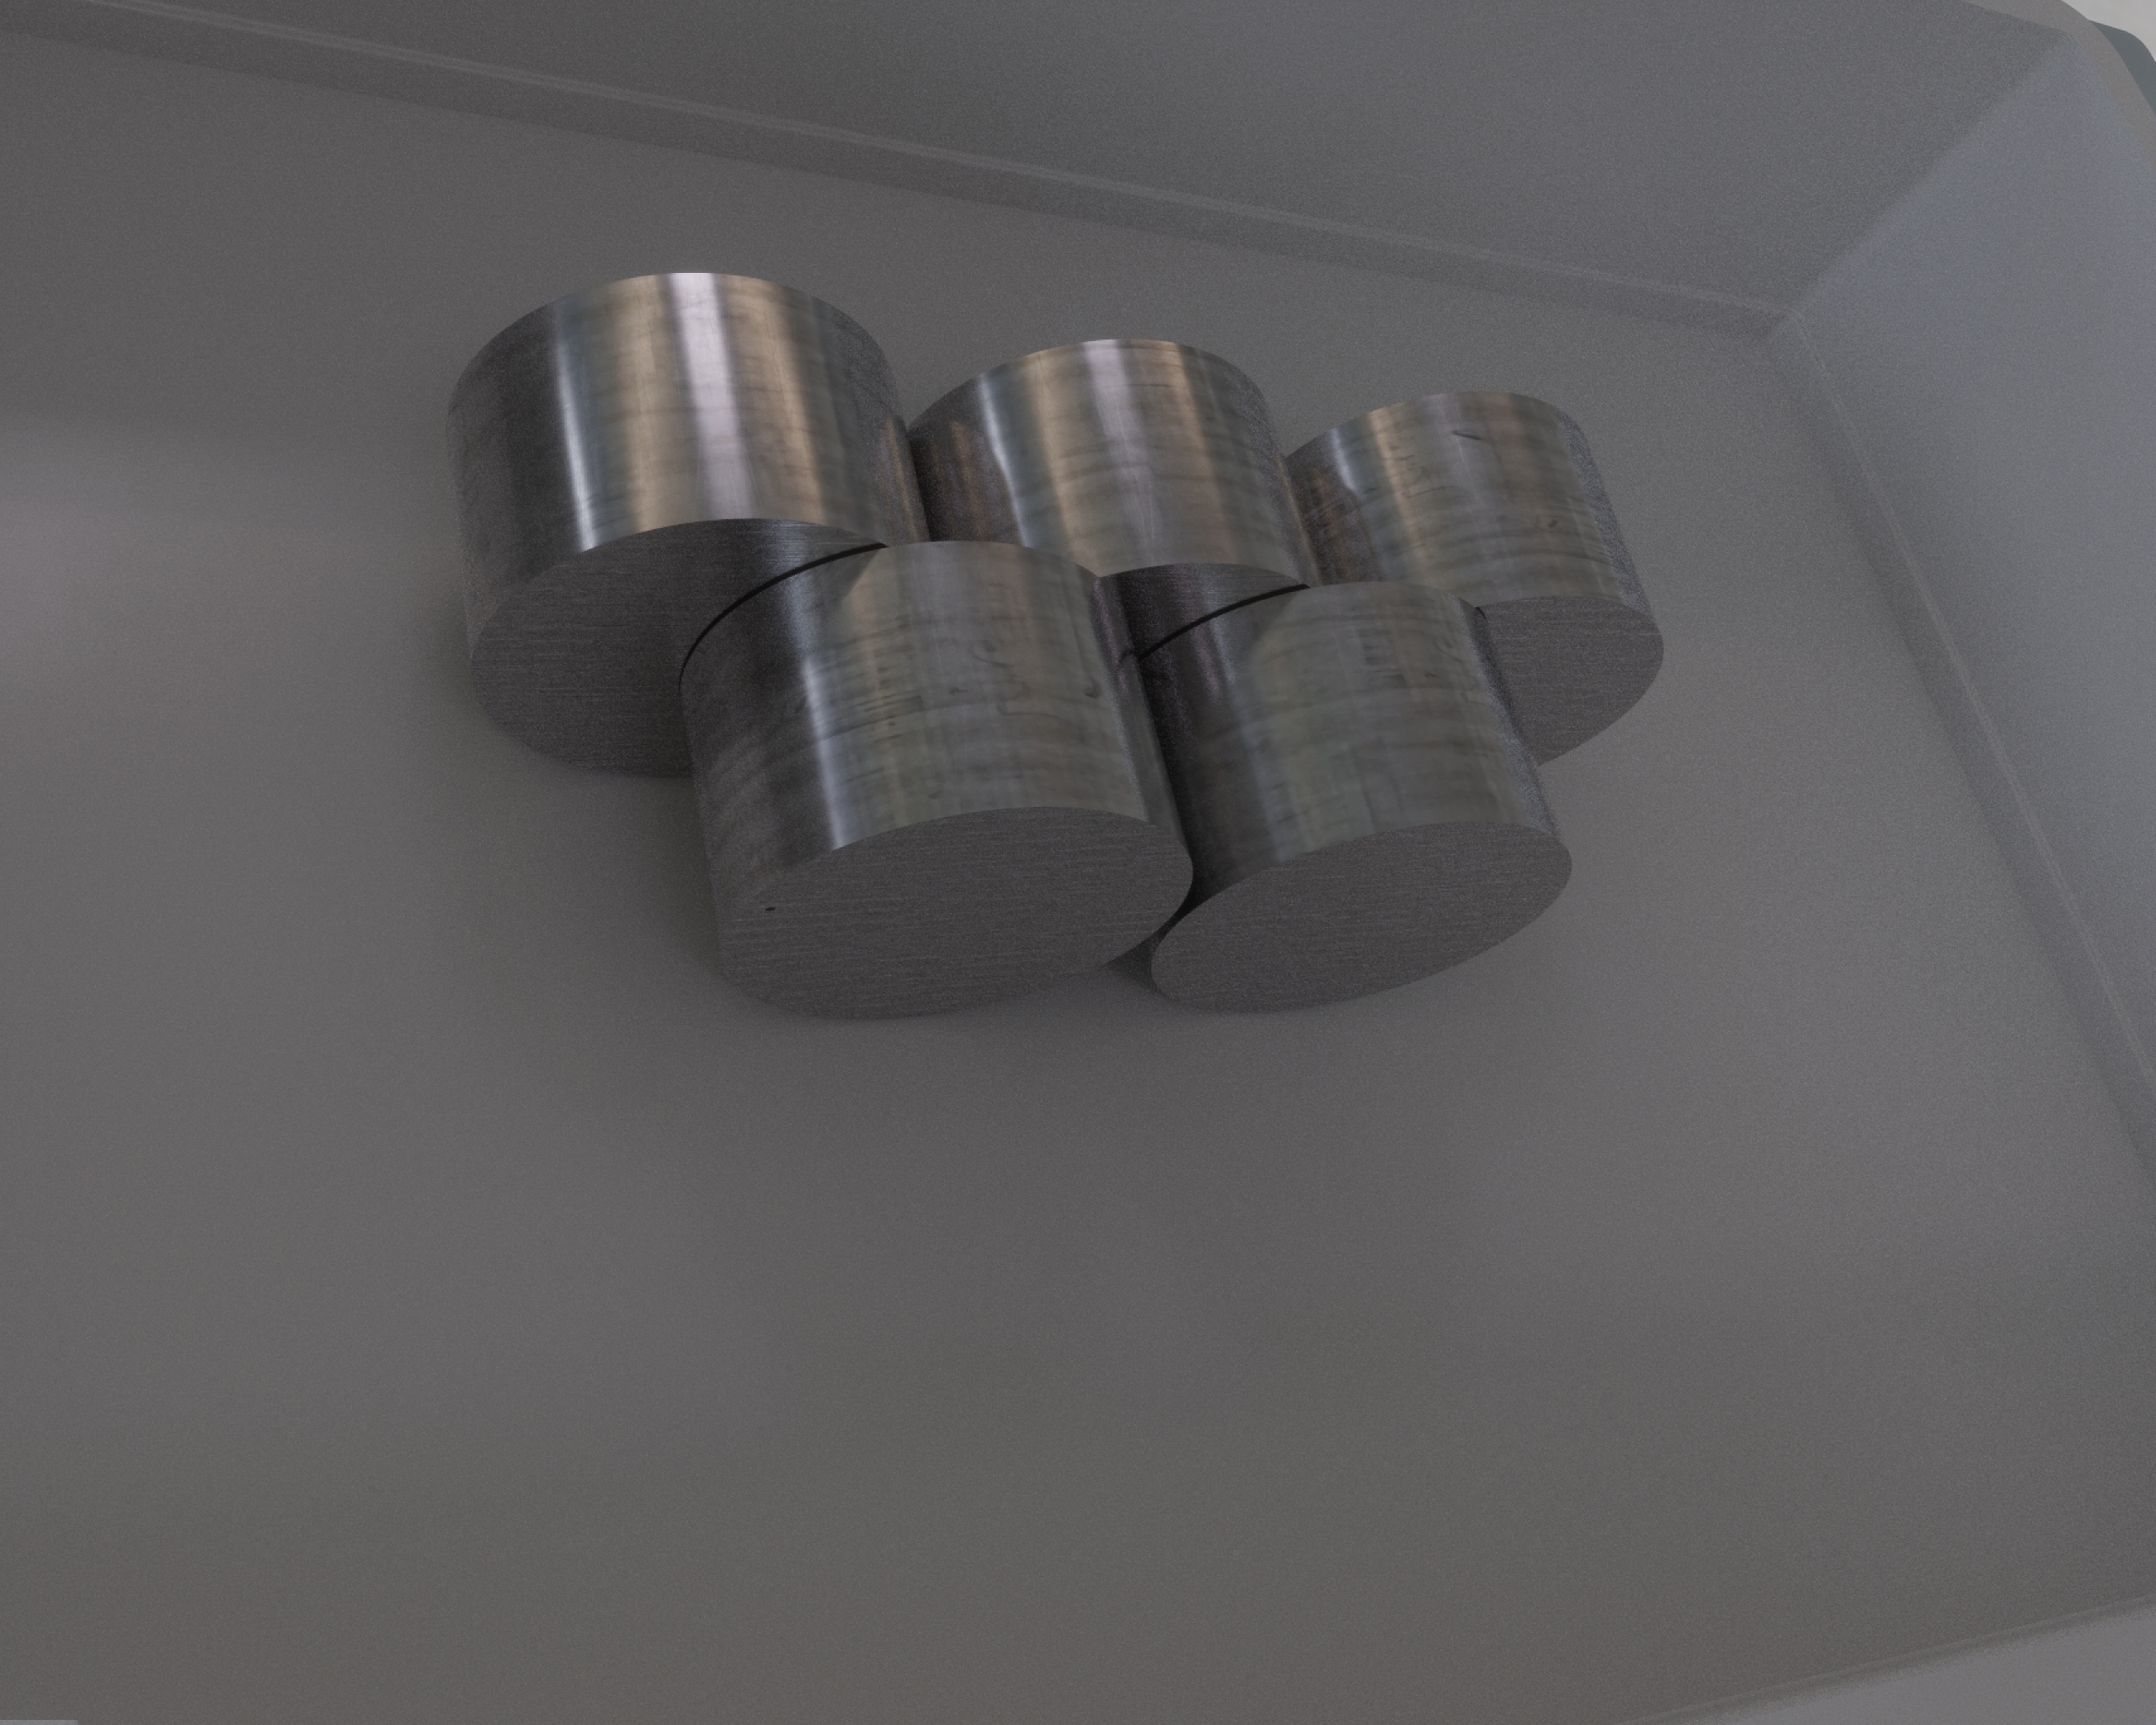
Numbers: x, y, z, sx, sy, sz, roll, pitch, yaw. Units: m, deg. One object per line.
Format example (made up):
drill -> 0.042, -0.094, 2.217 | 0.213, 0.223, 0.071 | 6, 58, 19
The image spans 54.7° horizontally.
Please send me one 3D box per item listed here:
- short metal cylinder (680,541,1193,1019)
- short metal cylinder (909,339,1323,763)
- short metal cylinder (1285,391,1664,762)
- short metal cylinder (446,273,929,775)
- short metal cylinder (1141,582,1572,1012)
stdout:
short metal cylinder -> -0.025, -0.012, 0.362 | 0.081, 0.080, 0.050 | 1, 62, -28
short metal cylinder -> 0.005, -0.055, 0.404 | 0.081, 0.080, 0.050 | 1, 62, -28
short metal cylinder -> 0.077, -0.054, 0.442 | 0.081, 0.080, 0.050 | 2, 61, -28
short metal cylinder -> -0.067, -0.057, 0.367 | 0.081, 0.080, 0.050 | 1, 62, -28
short metal cylinder -> 0.048, -0.010, 0.400 | 0.081, 0.080, 0.050 | 1, 62, -28
